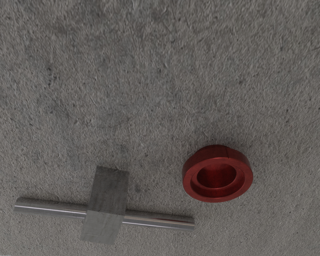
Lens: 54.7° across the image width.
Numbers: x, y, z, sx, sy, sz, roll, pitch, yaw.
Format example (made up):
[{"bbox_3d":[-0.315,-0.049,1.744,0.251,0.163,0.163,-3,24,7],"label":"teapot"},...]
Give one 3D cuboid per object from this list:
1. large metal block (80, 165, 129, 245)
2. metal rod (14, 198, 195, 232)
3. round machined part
[{"bbox_3d":[-0.083,0.117,0.470,0.050,0.080,0.079,13,129,-11],"label":"large metal block"},{"bbox_3d":[-0.089,0.151,0.534,0.302,0.025,0.025,9,130,-8],"label":"metal rod"},{"bbox_3d":[0.081,0.062,0.450,0.099,0.042,0.097,0,130,0],"label":"round machined part"}]
